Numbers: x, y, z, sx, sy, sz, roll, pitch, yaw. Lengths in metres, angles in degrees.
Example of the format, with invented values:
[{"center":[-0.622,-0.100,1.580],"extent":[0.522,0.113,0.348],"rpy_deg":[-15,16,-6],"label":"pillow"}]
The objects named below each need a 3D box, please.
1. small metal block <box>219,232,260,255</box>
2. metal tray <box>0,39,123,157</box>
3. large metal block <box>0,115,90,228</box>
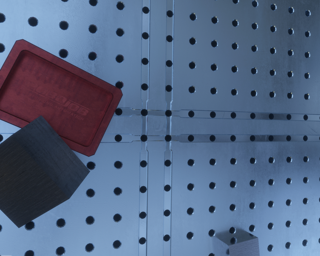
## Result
[{"center":[0.118,0.187,0.456],"extent":[0.050,0.025,0.050],"rpy_deg":[-6,92,-20],"label":"small metal block"},{"center":[-0.122,-0.032,0.364],"extent":[0.131,0.030,0.090],"rpy_deg":[26,81,-18],"label":"metal tray"},{"center":[-0.138,0.047,0.328],"extent":[0.080,0.050,0.080],"rpy_deg":[-32,104,23],"label":"large metal block"}]
